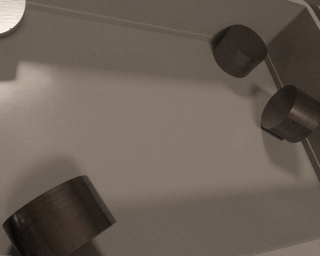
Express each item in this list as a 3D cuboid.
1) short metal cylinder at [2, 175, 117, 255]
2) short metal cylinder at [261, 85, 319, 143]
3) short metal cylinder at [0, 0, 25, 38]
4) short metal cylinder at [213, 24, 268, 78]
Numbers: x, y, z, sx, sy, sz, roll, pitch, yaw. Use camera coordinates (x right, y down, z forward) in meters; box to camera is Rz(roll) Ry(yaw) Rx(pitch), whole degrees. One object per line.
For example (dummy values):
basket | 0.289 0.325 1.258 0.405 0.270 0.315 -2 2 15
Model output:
short metal cylinder | -0.086 0.085 0.273 0.081 0.080 0.050 -27 77 -37
short metal cylinder | 0.211 -0.023 0.501 0.050 0.080 0.080 28 52 -11
short metal cylinder | -0.195 -0.143 0.347 0.081 0.050 0.079 -5 102 -23
short metal cylinder | 0.143 -0.137 0.552 0.081 0.050 0.080 14 56 -21
